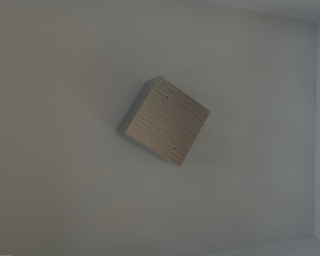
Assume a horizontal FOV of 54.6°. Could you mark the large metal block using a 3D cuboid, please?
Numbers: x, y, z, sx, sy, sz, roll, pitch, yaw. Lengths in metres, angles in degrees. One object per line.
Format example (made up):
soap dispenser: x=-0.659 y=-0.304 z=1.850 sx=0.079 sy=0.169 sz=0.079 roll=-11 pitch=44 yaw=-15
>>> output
large metal block: x=0.003 y=-0.008 z=0.395 sx=0.080 sy=0.050 sz=0.080 roll=33 pitch=79 yaw=-17
